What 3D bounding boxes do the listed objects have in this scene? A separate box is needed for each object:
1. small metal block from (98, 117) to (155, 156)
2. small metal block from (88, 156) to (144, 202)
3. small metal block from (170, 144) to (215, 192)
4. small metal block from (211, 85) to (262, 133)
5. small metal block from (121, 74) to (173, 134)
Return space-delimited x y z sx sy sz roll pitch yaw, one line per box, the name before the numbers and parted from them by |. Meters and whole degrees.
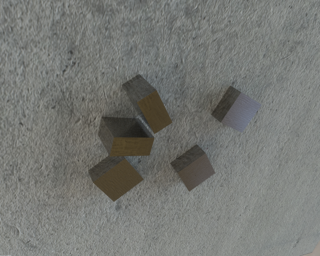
small metal block | -0.042 0.010 0.374 0.050 0.050 0.025 2 118 -29
small metal block | -0.058 0.063 0.414 0.050 0.025 0.050 -37 129 -4
small metal block | 0.050 0.061 0.472 0.050 0.025 0.050 -35 129 -6
small metal block | 0.111 -0.027 0.451 0.050 0.025 0.050 22 107 -36
small metal block | -0.015 -0.029 0.364 0.025 0.050 0.050 -33 129 -7
